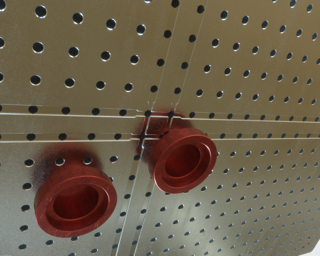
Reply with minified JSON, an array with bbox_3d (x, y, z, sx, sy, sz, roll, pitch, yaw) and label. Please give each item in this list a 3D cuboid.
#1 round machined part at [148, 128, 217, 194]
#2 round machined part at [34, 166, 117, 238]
[{"bbox_3d":[0.028,0.042,0.441,0.099,0.042,0.097,-14,124,-21],"label":"round machined part"},{"bbox_3d":[-0.108,0.088,0.395,0.099,0.042,0.097,-14,124,-21],"label":"round machined part"}]
